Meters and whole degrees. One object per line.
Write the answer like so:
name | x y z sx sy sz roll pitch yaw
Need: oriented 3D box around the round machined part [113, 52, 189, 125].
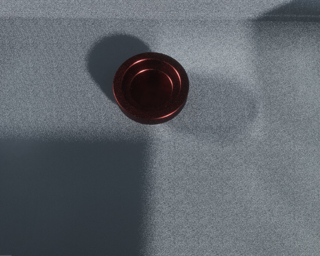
round machined part | -0.012 -0.049 0.419 0.099 0.042 0.098 0 70 -1
